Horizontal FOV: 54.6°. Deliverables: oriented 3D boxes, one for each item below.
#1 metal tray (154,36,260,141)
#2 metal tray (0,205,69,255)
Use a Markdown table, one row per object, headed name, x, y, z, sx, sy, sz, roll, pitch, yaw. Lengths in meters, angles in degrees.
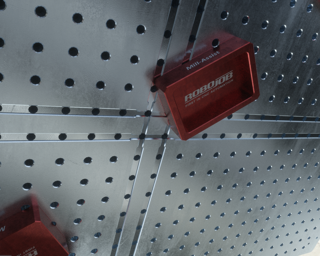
| name | x | y | z | sx | sy | sz | roll | pitch | yaw |
| --- | --- | --- | --- | --- | --- | --- | --- | --- | --- |
| metal tray | 0.067 | -0.051 | 0.411 | 0.131 | 0.030 | 0.090 | -30 | 128 | -9 |
| metal tray | -0.199 | 0.167 | 0.402 | 0.131 | 0.030 | 0.090 | -27 | 128 | -11 |
